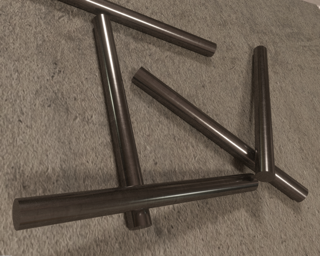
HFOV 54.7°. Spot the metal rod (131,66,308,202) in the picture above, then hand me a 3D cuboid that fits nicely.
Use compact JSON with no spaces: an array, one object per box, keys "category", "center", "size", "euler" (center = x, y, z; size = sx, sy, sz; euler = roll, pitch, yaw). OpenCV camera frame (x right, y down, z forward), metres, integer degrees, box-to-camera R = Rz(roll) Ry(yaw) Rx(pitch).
[{"category":"metal rod","center":[0.088,0.012,0.446],"size":[0.301,0.025,0.025],"euler":[36,51,-5]}]

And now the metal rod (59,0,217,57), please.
[{"category":"metal rod","center":[-0.045,-0.172,0.485],"size":[0.302,0.025,0.025],"euler":[15,56,-20]}]

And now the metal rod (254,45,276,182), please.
[{"category":"metal rod","center":[0.166,-0.043,0.502],"size":[0.025,0.025,0.300],"euler":[27,46,-12]}]

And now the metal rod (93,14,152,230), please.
[{"category":"metal rod","center":[-0.053,-0.026,0.392],"size":[0.025,0.025,0.299],"euler":[1,61,-28]}]

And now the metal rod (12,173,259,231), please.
[{"category":"metal rod","center":[0.006,0.071,0.336],"size":[0.302,0.025,0.025],"euler":[2,61,-38]}]
